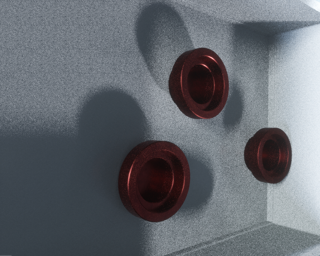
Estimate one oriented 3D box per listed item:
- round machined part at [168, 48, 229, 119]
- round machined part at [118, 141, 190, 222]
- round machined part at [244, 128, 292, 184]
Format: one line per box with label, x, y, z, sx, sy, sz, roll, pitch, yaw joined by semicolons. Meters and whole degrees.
round machined part;0.051;-0.061;0.440;0.099;0.042;0.097;0;90;-40
round machined part;-0.011;0.064;0.388;0.099;0.042;0.097;0;90;-40
round machined part;0.189;0.048;0.554;0.099;0.042;0.097;0;90;-36
